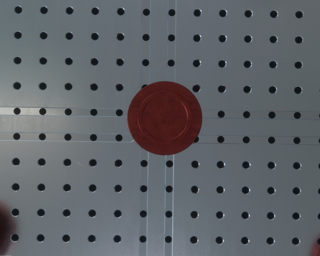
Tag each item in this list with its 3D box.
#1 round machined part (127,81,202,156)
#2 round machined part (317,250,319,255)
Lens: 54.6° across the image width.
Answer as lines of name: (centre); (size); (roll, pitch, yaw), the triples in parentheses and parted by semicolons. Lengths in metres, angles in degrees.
round machined part: (0.006, -0.013, 0.405); (0.099, 0.042, 0.097); (0, 90, 0)
round machined part: (0.264, 0.189, 0.407); (0.099, 0.042, 0.097); (0, 90, 0)
